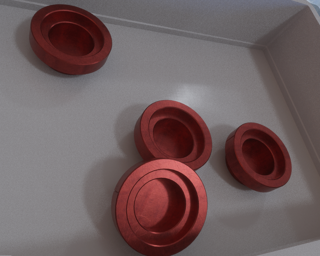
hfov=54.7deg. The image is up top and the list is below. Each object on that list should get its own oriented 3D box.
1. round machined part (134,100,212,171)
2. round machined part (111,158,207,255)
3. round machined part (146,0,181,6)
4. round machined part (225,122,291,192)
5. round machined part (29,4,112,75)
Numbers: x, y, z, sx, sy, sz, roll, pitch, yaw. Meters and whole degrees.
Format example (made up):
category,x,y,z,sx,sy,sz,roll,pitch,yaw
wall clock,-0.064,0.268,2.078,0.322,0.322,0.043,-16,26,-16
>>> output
category,x,y,z,sx,sy,sz,roll,pitch,yaw
round machined part,0.013,0.017,0.391,0.099,0.042,0.098,14,56,-21
round machined part,-0.003,0.080,0.328,0.099,0.042,0.097,2,86,-20
round machined part,-0.002,-0.258,0.553,0.099,0.042,0.098,14,56,-21
round machined part,0.133,0.044,0.439,0.099,0.042,0.098,14,56,-21
round machined part,-0.115,-0.107,0.398,0.099,0.042,0.098,14,56,-21
